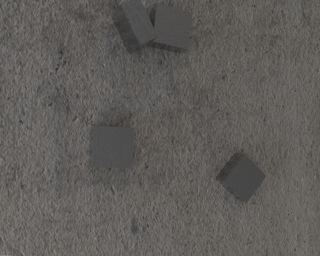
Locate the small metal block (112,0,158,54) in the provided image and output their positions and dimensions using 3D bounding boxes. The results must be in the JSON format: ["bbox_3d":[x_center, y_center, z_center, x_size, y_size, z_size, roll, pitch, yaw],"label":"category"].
[{"bbox_3d":[-0.032,-0.125,0.383,0.025,0.050,0.050,-29,100,-18],"label":"small metal block"}]

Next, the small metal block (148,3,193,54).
[{"bbox_3d":[0.013,-0.132,0.413,0.050,0.025,0.050,8,88,-20],"label":"small metal block"}]

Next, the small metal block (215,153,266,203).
[{"bbox_3d":[0.118,0.072,0.453,0.050,0.025,0.050,44,76,-15],"label":"small metal block"}]

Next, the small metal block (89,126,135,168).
[{"bbox_3d":[-0.061,0.023,0.387,0.050,0.025,0.050,4,89,-20],"label":"small metal block"}]
